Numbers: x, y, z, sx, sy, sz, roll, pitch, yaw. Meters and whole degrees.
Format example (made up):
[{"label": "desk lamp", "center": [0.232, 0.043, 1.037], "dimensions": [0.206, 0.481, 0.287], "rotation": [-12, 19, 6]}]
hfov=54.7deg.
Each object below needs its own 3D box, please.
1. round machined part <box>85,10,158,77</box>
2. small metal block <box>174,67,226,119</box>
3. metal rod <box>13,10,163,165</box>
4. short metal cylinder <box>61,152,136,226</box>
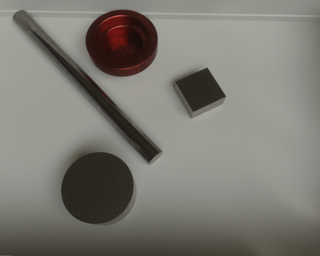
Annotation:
[{"label": "round machined part", "center": [-0.052, -0.116, 0.442], "dimensions": [0.099, 0.042, 0.098], "rotation": [0, 70, -1]}, {"label": "small metal block", "center": [0.055, -0.048, 0.428], "dimensions": [0.050, 0.025, 0.050], "rotation": [-26, 72, -9]}, {"label": "metal rod", "center": [-0.108, -0.064, 0.431], "dimensions": [0.025, 0.025, 0.300], "rotation": [-41, 76, -14]}, {"label": "short metal cylinder", "center": [-0.070, 0.074, 0.369], "dimensions": [0.081, 0.050, 0.080], "rotation": [0, 70, 0]}]
